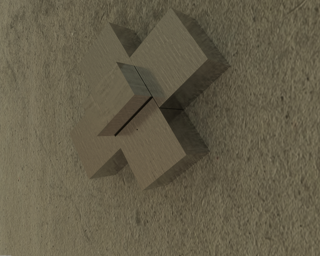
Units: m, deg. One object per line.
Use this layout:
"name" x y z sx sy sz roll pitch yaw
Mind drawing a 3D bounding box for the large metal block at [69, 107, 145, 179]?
"large metal block" -0.077 0.017 0.451 0.080 0.050 0.080 -44 64 31

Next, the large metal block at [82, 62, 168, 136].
"large metal block" -0.039 -0.033 0.400 0.080 0.081 0.050 -44 64 31

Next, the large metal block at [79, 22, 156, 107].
"large metal block" -0.059 -0.085 0.435 0.080 0.050 0.080 -44 64 31

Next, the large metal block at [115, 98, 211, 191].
"large metal block" 0.001 0.020 0.386 0.080 0.050 0.080 -44 64 31

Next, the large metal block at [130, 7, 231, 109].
"large metal block" 0.022 -0.079 0.370 0.080 0.050 0.080 -44 64 31
